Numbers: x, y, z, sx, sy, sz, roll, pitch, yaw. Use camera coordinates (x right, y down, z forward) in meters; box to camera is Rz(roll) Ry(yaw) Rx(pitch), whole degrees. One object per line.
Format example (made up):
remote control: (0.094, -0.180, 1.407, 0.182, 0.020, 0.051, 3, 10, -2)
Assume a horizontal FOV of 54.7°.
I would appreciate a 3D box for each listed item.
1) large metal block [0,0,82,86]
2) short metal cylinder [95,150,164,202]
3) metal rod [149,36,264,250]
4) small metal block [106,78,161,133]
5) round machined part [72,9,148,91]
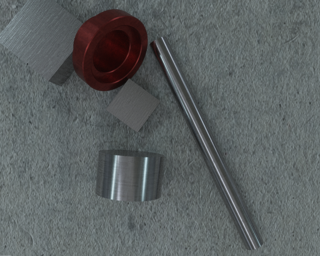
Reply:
large metal block: (-0.140, -0.112, 0.396, 0.080, 0.050, 0.080, 39, 90, -1)
short metal cylinder: (-0.037, 0.056, 0.382, 0.081, 0.080, 0.050, 4, 90, -1)
metal rod: (0.061, 0.020, 0.410, 0.025, 0.025, 0.299, -25, 90, 0)
small metal block: (-0.034, -0.029, 0.410, 0.050, 0.025, 0.050, 36, 90, -1)
round machined part: (-0.065, -0.098, 0.379, 0.042, 0.098, 0.098, 39, 90, 27)
